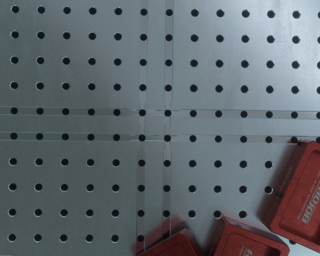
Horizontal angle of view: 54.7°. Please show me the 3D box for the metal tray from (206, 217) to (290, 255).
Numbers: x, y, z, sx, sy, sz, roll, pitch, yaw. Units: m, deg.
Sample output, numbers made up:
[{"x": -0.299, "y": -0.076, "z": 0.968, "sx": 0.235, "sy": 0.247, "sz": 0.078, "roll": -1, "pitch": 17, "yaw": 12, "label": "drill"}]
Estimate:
[{"x": 0.104, "y": 0.197, "z": 0.412, "sx": 0.090, "sy": 0.030, "sz": 0.129, "roll": 21, "pitch": 90, "yaw": -1, "label": "metal tray"}]

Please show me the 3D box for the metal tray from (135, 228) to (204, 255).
[{"x": 0.027, "y": 0.206, "z": 0.387, "sx": 0.090, "sy": 0.030, "sz": 0.130, "roll": -33, "pitch": 76, "yaw": 10, "label": "metal tray"}]

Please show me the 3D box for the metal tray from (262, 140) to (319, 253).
[{"x": 0.207, "y": 0.091, "z": 0.413, "sx": 0.090, "sy": 0.030, "sz": 0.129, "roll": 25, "pitch": 90, "yaw": -1, "label": "metal tray"}]
